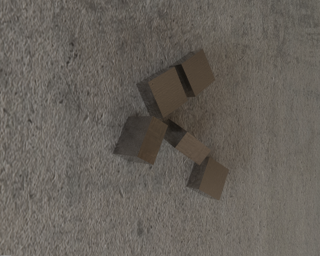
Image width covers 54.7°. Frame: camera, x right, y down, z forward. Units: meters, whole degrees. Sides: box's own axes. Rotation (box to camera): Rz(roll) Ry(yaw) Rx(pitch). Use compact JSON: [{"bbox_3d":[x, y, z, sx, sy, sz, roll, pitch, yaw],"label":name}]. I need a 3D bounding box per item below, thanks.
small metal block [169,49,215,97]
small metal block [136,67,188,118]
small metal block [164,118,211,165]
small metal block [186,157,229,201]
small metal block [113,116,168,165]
[{"bbox_3d":[0.047,-0.078,0.444,0.050,0.025,0.050,-40,115,-32],"label":"small metal block"},{"bbox_3d":[0.004,-0.046,0.407,0.050,0.025,0.050,-37,113,-34],"label":"small metal block"},{"bbox_3d":[0.032,0.018,0.411,0.050,0.050,0.025,36,91,-34],"label":"small metal block"},{"bbox_3d":[0.072,0.075,0.465,0.050,0.025,0.050,34,69,-35],"label":"small metal block"},{"bbox_3d":[-0.024,0.014,0.368,0.025,0.050,0.050,33,70,-36],"label":"small metal block"}]
